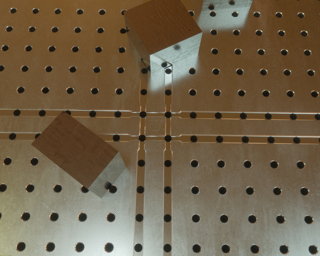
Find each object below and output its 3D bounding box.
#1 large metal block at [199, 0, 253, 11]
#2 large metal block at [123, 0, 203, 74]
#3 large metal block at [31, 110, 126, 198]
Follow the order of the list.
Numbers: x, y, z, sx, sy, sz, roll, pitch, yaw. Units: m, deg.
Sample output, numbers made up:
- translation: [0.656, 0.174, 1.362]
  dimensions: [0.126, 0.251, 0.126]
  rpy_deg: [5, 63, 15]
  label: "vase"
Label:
- translation: [0.101, -0.236, 0.486]
  dimensions: [0.081, 0.050, 0.080]
  rpy_deg: [-7, 70, -3]
  label: "large metal block"
- translation: [0.003, -0.138, 0.449]
  dimensions: [0.080, 0.050, 0.080]
  rpy_deg: [-26, 72, -10]
  label: "large metal block"
- translation: [-0.091, 0.035, 0.369]
  dimensions: [0.080, 0.080, 0.050]
  rpy_deg: [35, 74, 11]
  label: "large metal block"
